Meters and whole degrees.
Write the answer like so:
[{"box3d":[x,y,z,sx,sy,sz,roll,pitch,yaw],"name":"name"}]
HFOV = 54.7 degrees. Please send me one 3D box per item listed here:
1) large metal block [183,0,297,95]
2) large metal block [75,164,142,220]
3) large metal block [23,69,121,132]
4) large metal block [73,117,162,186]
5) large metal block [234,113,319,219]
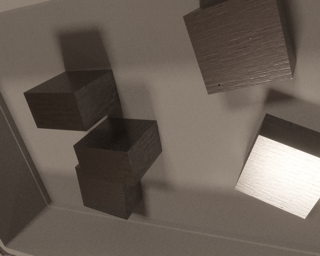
[{"box3d":[0.079,-0.085,0.298,0.080,0.050,0.080,-8,114,31],"name":"large metal block"},{"box3d":[-0.078,0.087,0.486,0.080,0.050,0.079,11,123,22],"name":"large metal block"},{"box3d":[-0.112,-0.039,0.406,0.080,0.080,0.050,3,120,26],"name":"large metal block"},{"box3d":[-0.053,0.028,0.417,0.080,0.080,0.050,4,120,26],"name":"large metal block"},{"box3d":[0.139,0.041,0.344,0.080,0.050,0.079,22,127,14],"name":"large metal block"}]
